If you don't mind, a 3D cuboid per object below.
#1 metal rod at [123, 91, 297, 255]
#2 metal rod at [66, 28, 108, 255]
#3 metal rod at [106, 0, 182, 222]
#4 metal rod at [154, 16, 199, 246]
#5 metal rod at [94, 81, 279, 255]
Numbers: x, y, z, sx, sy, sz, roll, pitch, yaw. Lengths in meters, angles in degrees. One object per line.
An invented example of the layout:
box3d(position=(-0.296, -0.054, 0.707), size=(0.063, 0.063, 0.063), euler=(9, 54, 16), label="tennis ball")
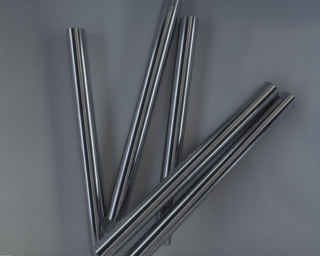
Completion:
box3d(position=(0.066, 0.065, 0.395), size=(0.300, 0.025, 0.025), euler=(-44, 90, -7), label="metal rod")
box3d(position=(-0.095, 0.020, 0.410), size=(0.025, 0.025, 0.298), euler=(-6, 90, 0), label="metal rod")
box3d(position=(-0.021, -0.025, 0.410), size=(0.025, 0.025, 0.298), euler=(15, 90, 0), label="metal rod")
box3d(position=(0.021, 0.003, 0.411), size=(0.025, 0.025, 0.298), euler=(7, 90, 0), label="metal rod")
box3d(position=(0.039, 0.048, 0.390), size=(0.301, 0.025, 0.025), euler=(-43, 90, -9), label="metal rod")
